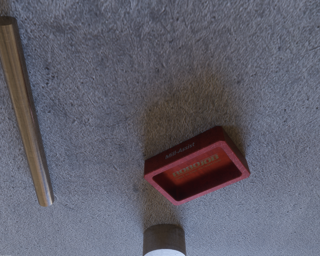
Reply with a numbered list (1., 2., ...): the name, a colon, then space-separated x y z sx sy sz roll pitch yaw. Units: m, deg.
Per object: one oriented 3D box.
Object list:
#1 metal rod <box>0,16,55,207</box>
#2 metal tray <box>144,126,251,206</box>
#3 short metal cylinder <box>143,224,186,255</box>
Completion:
1. metal rod: -0.171 0.005 0.408 0.025 0.025 0.298 4 130 -4
2. metal tray: 0.053 0.060 0.455 0.130 0.030 0.090 -28 125 21
3. short metal cylinder: 0.008 0.224 0.582 0.081 0.050 0.079 0 130 0
